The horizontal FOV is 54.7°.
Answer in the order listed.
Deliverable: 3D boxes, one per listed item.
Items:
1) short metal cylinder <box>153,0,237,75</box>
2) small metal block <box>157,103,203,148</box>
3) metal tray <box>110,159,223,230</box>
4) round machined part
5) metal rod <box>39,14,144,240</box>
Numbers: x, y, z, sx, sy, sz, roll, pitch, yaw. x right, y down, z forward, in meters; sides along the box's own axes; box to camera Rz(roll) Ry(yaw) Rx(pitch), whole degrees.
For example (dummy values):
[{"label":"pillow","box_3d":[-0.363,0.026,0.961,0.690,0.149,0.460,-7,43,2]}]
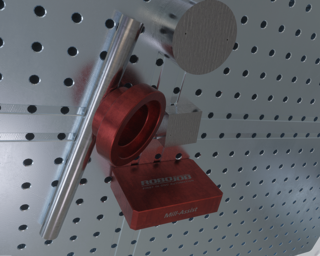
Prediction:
[{"label":"short metal cylinder","box_3d":[0.039,-0.107,0.350,0.081,0.050,0.079,-14,124,-21]},{"label":"small metal block","box_3d":[0.026,-0.004,0.423,0.050,0.025,0.050,-7,122,-25]},{"label":"metal tray","box_3d":[0.008,0.085,0.426,0.131,0.090,0.030,-4,120,-27]},{"label":"round machined part","box_3d":[-0.039,-0.008,0.355,0.098,0.042,0.098,-47,157,-27]},{"label":"metal rod","box_3d":[-0.089,0.014,0.371,0.025,0.025,0.298,13,112,-34]}]
